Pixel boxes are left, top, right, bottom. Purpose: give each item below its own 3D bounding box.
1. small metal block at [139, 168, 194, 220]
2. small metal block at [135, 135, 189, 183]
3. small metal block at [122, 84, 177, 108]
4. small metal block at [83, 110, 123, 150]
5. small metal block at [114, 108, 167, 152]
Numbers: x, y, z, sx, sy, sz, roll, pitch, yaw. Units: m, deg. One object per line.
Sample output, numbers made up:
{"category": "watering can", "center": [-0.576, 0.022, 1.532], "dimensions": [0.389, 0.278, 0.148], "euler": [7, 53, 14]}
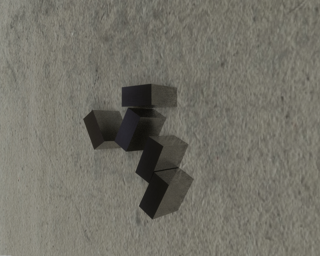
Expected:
{"category": "small metal block", "center": [0.008, 0.079, 0.380], "dimensions": [0.025, 0.050, 0.050], "euler": [36, 112, 34]}
{"category": "small metal block", "center": [0.003, 0.038, 0.385], "dimensions": [0.025, 0.050, 0.050], "euler": [32, 110, 35]}
{"category": "small metal block", "center": [-0.013, -0.040, 0.398], "dimensions": [0.050, 0.050, 0.025], "euler": [0, 90, 39]}
{"category": "small metal block", "center": [-0.076, 0.002, 0.449], "dimensions": [0.025, 0.050, 0.050], "euler": [-37, 68, 34]}
{"category": "small metal block", "center": [-0.025, 0.002, 0.408], "dimensions": [0.025, 0.050, 0.050], "euler": [37, 113, 33]}
